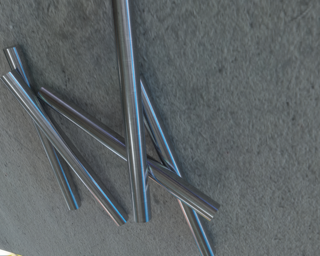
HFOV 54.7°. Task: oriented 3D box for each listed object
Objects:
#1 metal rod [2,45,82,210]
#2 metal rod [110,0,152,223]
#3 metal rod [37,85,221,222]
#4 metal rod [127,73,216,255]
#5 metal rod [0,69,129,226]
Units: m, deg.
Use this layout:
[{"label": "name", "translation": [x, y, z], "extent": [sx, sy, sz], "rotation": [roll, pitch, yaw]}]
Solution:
[{"label": "metal rod", "translation": [-0.186, 0.014, 0.510], "extent": [0.025, 0.025, 0.298], "rotation": [3, 120, 26]}, {"label": "metal rod", "translation": [-0.033, -0.024, 0.368], "extent": [0.025, 0.025, 0.298], "rotation": [4, 108, 26]}, {"label": "metal rod", "translation": [-0.052, 0.027, 0.426], "extent": [0.300, 0.025, 0.025], "rotation": [33, 129, 14]}, {"label": "metal rod", "translation": [0.022, 0.067, 0.434], "extent": [0.025, 0.025, 0.299], "rotation": [-10, 114, 32]}, {"label": "metal rod", "translation": [-0.140, 0.042, 0.487], "extent": [0.025, 0.025, 0.299], "rotation": [-18, 115, 35]}]
